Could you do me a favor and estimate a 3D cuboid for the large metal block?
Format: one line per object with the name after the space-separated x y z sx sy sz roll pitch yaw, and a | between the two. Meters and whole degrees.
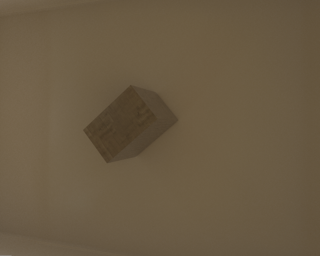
-0.033 -0.004 0.389 0.080 0.080 0.050 -41 77 15 | large metal block
